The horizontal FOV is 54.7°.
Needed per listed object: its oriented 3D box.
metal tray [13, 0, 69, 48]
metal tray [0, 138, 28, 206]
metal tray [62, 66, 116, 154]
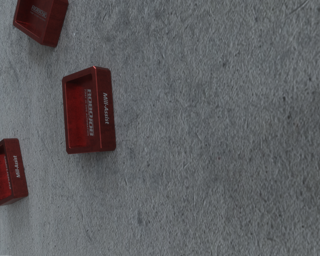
[{"bbox_3d":[-0.232,-0.219,0.592,0.130,0.030,0.089,35,111,34],"label":"metal tray"},{"bbox_3d":[-0.333,0.097,0.677,0.090,0.030,0.129,-27,73,37],"label":"metal tray"},{"bbox_3d":[-0.116,-0.025,0.497,0.090,0.030,0.129,-8,85,39],"label":"metal tray"}]
